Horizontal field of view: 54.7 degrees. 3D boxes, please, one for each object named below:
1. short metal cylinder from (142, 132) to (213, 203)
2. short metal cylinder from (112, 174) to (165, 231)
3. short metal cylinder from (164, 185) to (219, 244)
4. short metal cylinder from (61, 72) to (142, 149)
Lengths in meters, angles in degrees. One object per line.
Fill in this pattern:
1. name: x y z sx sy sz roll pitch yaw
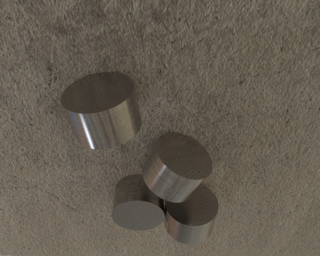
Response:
1. short metal cylinder: 0.023 0.052 0.415 0.081 0.080 0.050 18 128 -15
2. short metal cylinder: -0.033 0.119 0.492 0.081 0.050 0.079 0 130 0
3. short metal cylinder: 0.047 0.132 0.483 0.081 0.080 0.050 1 130 -2
4. short metal cylinder: -0.064 -0.021 0.352 0.080 0.080 0.050 -6 130 4
